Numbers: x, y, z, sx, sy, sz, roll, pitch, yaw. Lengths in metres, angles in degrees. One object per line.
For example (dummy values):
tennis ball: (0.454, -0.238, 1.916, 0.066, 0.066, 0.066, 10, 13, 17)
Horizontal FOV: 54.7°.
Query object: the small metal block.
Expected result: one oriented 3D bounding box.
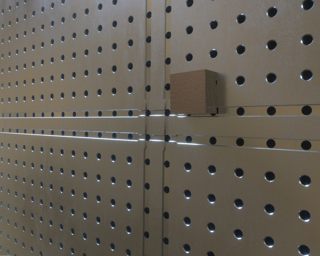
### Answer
small metal block: (0.040, -0.042, 0.375, 0.050, 0.025, 0.050, -1, 90, 39)
